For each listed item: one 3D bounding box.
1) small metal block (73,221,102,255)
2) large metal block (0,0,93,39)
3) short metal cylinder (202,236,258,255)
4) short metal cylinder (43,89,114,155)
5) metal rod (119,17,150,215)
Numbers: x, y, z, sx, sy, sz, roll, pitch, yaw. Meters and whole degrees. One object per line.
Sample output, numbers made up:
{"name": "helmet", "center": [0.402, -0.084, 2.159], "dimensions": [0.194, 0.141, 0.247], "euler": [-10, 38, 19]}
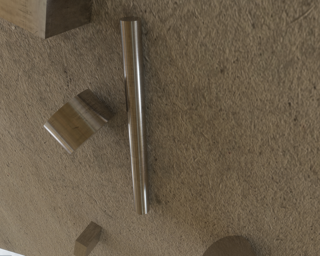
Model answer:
{"name": "small metal block", "center": [-0.139, 0.219, 0.599], "dimensions": [0.025, 0.050, 0.050], "euler": [27, 128, 12]}
{"name": "large metal block", "center": [-0.133, -0.149, 0.349], "dimensions": [0.080, 0.080, 0.050], "euler": [28, 128, 11]}
{"name": "short metal cylinder", "center": [0.104, 0.202, 0.442], "dimensions": [0.080, 0.080, 0.050], "euler": [-23, 106, 36]}
{"name": "short metal cylinder", "center": [-0.109, -0.009, 0.424], "dimensions": [0.050, 0.080, 0.080], "euler": [48, 129, -6]}
{"name": "metal rod", "center": [-0.031, 0.005, 0.425], "dimensions": [0.025, 0.025, 0.298], "euler": [13, 124, 21]}
